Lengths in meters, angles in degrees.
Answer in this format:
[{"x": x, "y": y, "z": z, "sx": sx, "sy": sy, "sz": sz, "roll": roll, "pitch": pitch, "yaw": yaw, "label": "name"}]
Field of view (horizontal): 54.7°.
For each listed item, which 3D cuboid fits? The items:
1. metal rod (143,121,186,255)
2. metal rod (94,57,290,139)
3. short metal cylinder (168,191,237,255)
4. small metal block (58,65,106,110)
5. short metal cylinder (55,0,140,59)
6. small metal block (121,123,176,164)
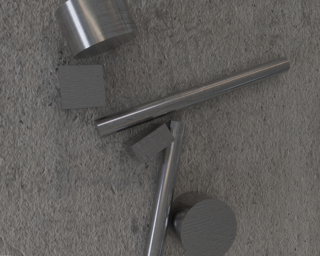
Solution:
[{"x": -0.004, "y": 0.139, "z": 0.407, "sx": 0.025, "sy": 0.025, "sz": 0.298, "roll": 12, "pitch": 86, "yaw": -20, "label": "metal rod"}, {"x": 0.057, "y": -0.048, "z": 0.429, "sx": 0.302, "sy": 0.025, "sz": 0.025, "roll": -20, "pitch": 97, "yaw": -19, "label": "metal rod"}, {"x": 0.055, "y": 0.129, "z": 0.416, "sx": 0.081, "sy": 0.050, "sz": 0.079, "roll": 0, "pitch": 90, "yaw": -20, "label": "short metal cylinder"}, {"x": -0.095, "y": -0.049, "z": 0.374, "sx": 0.050, "sy": 0.025, "sz": 0.050, "roll": -6, "pitch": 92, "yaw": -20, "label": "small metal block"}, {"x": -0.070, "y": -0.117, "z": 0.354, "sx": 0.081, "sy": 0.080, "sz": 0.050, "roll": -25, "pitch": 99, "yaw": -18, "label": "short metal cylinder"}, {"x": -0.016, "y": 0.018, "z": 0.390, "sx": 0.050, "sy": 0.050, "sz": 0.025, "roll": -35, "pitch": 102, "yaw": -17, "label": "small metal block"}]
